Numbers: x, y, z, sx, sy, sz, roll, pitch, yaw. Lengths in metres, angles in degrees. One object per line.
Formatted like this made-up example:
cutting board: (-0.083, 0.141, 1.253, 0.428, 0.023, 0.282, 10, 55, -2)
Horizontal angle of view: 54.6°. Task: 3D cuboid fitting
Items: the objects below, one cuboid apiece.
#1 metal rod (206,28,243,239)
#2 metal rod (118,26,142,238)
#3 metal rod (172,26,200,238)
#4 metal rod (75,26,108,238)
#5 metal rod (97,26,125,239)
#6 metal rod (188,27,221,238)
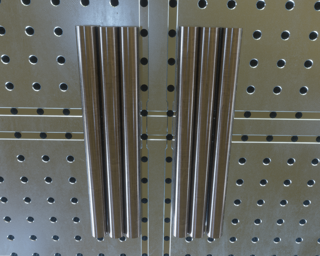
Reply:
metal rod: (0.084, 0.020, 0.421, 0.025, 0.025, 0.298, 1, 110, 0)
metal rod: (-0.039, 0.020, 0.420, 0.025, 0.025, 0.298, 1, 110, 0)
metal rod: (0.033, 0.019, 0.420, 0.025, 0.025, 0.298, 1, 110, 0)
metal rod: (-0.089, 0.019, 0.419, 0.025, 0.025, 0.298, 1, 110, 0)
metal rod: (-0.064, 0.020, 0.419, 0.025, 0.025, 0.298, 1, 110, 0)
metal rod: (0.058, 0.020, 0.420, 0.025, 0.025, 0.298, 1, 110, 0)
